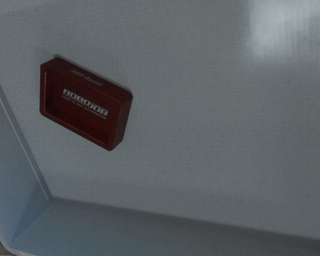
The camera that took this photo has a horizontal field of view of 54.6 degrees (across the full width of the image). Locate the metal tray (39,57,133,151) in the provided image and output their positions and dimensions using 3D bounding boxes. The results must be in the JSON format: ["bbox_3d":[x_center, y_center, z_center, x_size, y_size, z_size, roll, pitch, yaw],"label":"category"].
[{"bbox_3d":[-0.109,-0.033,0.442,0.130,0.030,0.089,27,128,11],"label":"metal tray"}]
